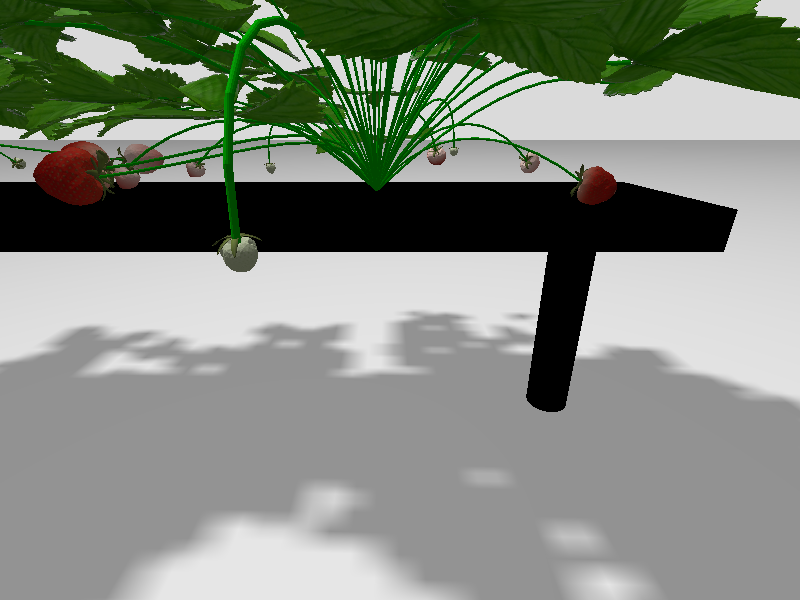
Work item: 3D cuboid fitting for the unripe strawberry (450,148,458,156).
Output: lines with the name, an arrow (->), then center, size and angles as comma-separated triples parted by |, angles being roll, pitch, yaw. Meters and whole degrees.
unripe strawberry -> 0.070, -0.193, 0.522 | 0.011, 0.010, 0.010 | 10, 25, 22

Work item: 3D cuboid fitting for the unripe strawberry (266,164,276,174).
unripe strawberry -> -0.147, -0.150, 0.456 | 0.011, 0.011, 0.010 | -21, 31, -40

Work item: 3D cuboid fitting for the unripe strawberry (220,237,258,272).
unripe strawberry -> -0.046, -0.013, 0.115 | 0.011, 0.010, 0.010 | 2, 23, 6

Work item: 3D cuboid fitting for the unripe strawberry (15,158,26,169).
unripe strawberry -> -0.489, -0.175, 0.516 | 0.013, 0.014, 0.014 | -2, 11, -5

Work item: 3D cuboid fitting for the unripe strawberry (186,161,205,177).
unripe strawberry -> -0.218, -0.139, 0.426 | 0.019, 0.019, 0.018 | -28, 6, 34

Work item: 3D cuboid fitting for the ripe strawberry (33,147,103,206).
ripe strawberry -> -0.222, -0.083, 0.270 | 0.035, 0.037, 0.033 | -8, 25, -17

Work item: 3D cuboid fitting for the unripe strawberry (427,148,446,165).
unripe strawberry -> 0.051, -0.198, 0.555 | 0.027, 0.024, 0.024 | 7, -23, 15

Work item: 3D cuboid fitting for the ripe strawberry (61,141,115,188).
ripe strawberry -> -0.265, -0.110, 0.333 | 0.042, 0.041, 0.039 | -1, 23, 0

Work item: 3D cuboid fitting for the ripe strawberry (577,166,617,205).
ripe strawberry -> 0.132, -0.076, 0.269 | 0.024, 0.025, 0.022 | 23, 30, 17

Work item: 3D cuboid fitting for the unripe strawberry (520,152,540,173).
unripe strawberry -> 0.151, -0.157, 0.460 | 0.022, 0.023, 0.021 | 2, 17, -41

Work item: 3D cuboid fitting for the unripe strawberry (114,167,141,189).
unripe strawberry -> -0.234, -0.105, 0.343 | 0.020, 0.019, 0.018 | 29, 21, -10

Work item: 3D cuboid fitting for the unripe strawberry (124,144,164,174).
unripe strawberry -> -0.286, -0.158, 0.448 | 0.037, 0.032, 0.037 | -14, 27, -31
